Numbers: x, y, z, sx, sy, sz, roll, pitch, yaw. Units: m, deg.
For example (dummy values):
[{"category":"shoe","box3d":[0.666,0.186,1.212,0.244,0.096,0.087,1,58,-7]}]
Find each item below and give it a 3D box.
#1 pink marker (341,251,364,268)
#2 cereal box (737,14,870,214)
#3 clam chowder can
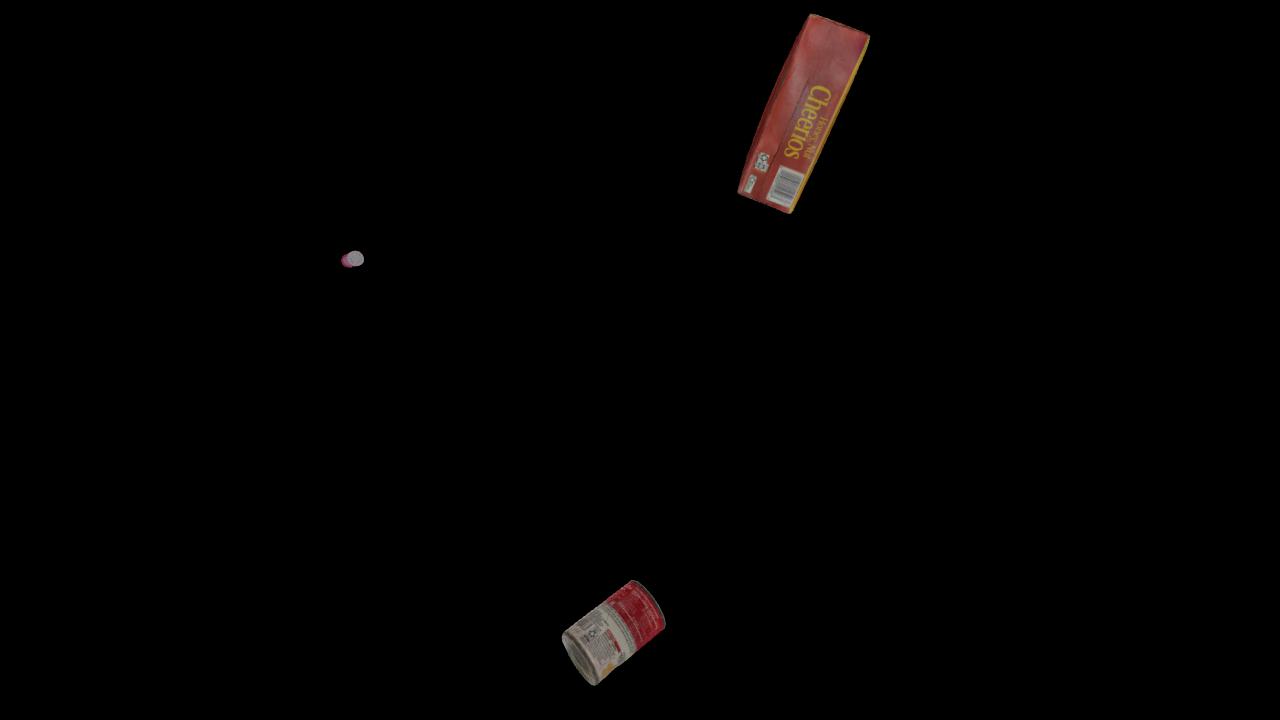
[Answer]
[{"category":"pink marker","box3d":[-0.378,-0.132,0.807,0.020,0.020,0.121,0,7,-29]},{"category":"cereal box","box3d":[0.206,-0.325,0.817,0.081,0.203,0.306,22,25,2]},{"category":"clam chowder can","box3d":[-0.030,0.311,0.706,0.102,0.068,0.068,-28,15,-30]}]
